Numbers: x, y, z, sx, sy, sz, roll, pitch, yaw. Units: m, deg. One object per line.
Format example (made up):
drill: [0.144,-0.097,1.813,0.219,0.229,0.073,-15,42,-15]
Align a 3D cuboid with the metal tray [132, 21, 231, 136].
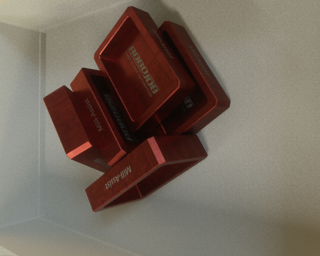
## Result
metal tray: [0.017,-0.055,0.387,0.090,0.030,0.130,-42,64,33]

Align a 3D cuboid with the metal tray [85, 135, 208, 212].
metal tray: [-0.017,0.055,0.375,0.130,0.091,0.030,-39,66,32]

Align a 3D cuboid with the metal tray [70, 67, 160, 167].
metal tray: [-0.050,-0.016,0.400,0.030,0.091,0.130,-44,64,31]

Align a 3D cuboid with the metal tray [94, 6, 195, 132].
metal tray: [-0.025,-0.071,0.380,0.090,0.030,0.130,-44,63,31]

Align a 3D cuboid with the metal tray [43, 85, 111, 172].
metal tray: [-0.093,0.009,0.412,0.030,0.130,0.090,-31,67,3]
